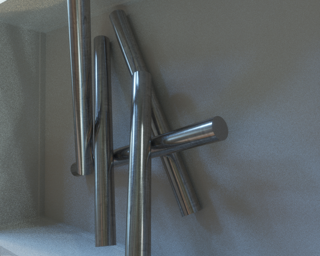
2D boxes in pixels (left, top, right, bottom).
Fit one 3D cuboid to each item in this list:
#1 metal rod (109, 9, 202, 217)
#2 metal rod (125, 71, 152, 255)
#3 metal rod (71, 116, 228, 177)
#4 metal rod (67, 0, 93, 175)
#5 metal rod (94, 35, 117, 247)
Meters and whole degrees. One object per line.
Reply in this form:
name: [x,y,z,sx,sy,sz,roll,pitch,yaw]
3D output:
metal rod: [-0.012,-0.031,0.414,0.025,0.025,0.299,-32,70,35]
metal rod: [-0.022,0.066,0.328,0.025,0.025,0.299,-24,54,37]
metal rod: [-0.039,0.035,0.411,0.299,0.025,0.025,-19,78,46]
metal rod: [-0.097,-0.070,0.380,0.025,0.025,0.298,28,125,36]
metal rod: [-0.077,0.003,0.424,0.025,0.025,0.299,-23,62,37]
